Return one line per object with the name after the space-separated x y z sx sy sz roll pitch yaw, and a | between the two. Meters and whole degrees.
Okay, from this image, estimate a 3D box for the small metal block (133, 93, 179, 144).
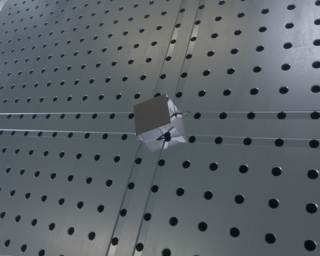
-0.006 -0.013 0.420 0.050 0.025 0.050 -20 54 16 | small metal block
